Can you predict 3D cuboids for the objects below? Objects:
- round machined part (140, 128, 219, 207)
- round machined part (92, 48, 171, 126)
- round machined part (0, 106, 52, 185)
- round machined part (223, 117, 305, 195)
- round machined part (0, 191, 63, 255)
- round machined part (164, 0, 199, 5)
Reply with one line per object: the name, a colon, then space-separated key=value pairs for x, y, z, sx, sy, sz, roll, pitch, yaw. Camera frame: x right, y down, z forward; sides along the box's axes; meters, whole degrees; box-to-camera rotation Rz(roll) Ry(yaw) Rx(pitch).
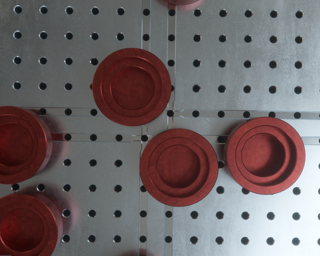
round machined part: x=0.024 y=0.049 z=0.405 sx=0.099 sy=0.042 sz=0.097 roll=0 pitch=90 yaw=0
round machined part: x=-0.035 y=-0.051 z=0.405 sx=0.099 sy=0.042 sz=0.097 roll=0 pitch=90 yaw=0
round machined part: x=-0.189 y=0.021 z=0.404 sx=0.099 sy=0.042 sz=0.097 roll=0 pitch=90 yaw=0
round machined part: x=0.132 y=0.035 z=0.406 sx=0.099 sy=0.042 sz=0.097 roll=0 pitch=90 yaw=0
round machined part: x=-0.176 y=0.130 z=0.404 sx=0.099 sy=0.042 sz=0.097 roll=0 pitch=90 yaw=0
round machined part: x=0.028 y=-0.217 z=0.405 sx=0.099 sy=0.042 sz=0.097 roll=0 pitch=90 yaw=0
